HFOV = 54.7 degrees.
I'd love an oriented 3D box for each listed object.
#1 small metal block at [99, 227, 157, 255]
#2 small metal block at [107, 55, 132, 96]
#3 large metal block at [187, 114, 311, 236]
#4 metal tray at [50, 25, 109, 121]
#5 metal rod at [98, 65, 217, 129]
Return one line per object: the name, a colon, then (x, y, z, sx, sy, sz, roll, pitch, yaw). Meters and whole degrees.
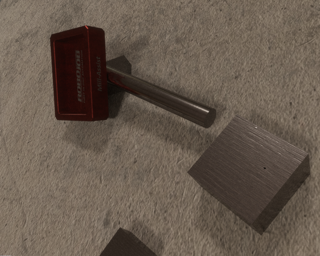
small metal block: (-0.036, 0.145, 0.333, 0.050, 0.025, 0.050, 29, 77, 37)
small metal block: (-0.074, -0.082, 0.491, 0.050, 0.025, 0.050, -15, 56, 19)
large metal block: (0.090, 0.045, 0.313, 0.080, 0.050, 0.080, -49, 52, -6)
metal tray: (-0.120, -0.076, 0.456, 0.090, 0.030, 0.129, 3, 97, 38)
metal rod: (-0.054, -0.068, 0.441, 0.300, 0.025, 0.025, 27, 76, 33)
